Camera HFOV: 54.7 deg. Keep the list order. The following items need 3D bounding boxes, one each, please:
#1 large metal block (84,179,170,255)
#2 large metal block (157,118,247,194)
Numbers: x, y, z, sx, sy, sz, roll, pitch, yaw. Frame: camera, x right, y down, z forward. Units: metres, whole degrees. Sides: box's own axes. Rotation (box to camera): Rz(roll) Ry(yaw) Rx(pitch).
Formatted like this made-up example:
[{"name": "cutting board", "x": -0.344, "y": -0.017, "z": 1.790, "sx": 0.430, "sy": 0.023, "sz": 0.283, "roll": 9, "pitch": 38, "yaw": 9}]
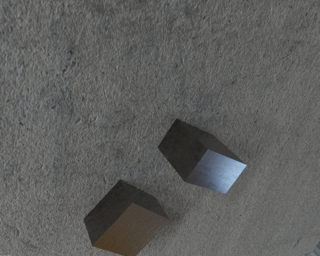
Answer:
[{"name": "large metal block", "x": -0.048, "y": 0.132, "z": 0.446, "sx": 0.080, "sy": 0.050, "sz": 0.080, "roll": -48, "pitch": 129, "yaw": 5}, {"name": "large metal block", "x": 0.056, "y": 0.038, "z": 0.426, "sx": 0.080, "sy": 0.080, "sz": 0.050, "roll": 23, "pitch": 106, "yaw": -37}]
